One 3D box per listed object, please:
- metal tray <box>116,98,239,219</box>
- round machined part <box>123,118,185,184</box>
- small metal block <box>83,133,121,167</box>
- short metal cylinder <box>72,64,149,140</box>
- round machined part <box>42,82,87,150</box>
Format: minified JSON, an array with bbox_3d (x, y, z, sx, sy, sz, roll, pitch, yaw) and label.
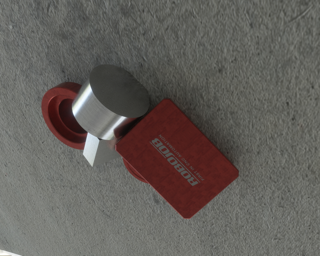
[{"bbox_3d":[0.021,0.037,0.387,0.090,0.030,0.130,-43,95,7],"label":"metal tray"},{"bbox_3d":[-0.012,0.038,0.425,0.098,0.042,0.097,13,124,20],"label":"round machined part"},{"bbox_3d":[-0.071,0.020,0.417,0.025,0.050,0.050,46,133,28],"label":"small metal block"},{"bbox_3d":[-0.061,-0.032,0.384,0.080,0.080,0.050,44,129,-3],"label":"short metal cylinder"},{"bbox_3d":[-0.116,-0.021,0.443,0.098,0.042,0.097,13,124,20],"label":"round machined part"}]
